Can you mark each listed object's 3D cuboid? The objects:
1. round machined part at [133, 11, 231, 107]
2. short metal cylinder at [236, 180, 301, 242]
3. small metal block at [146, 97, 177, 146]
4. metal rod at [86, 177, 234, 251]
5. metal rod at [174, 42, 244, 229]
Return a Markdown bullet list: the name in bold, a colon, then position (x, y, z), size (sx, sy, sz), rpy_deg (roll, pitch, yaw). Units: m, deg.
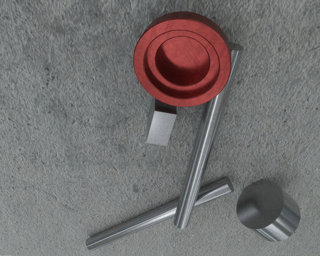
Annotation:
- **round machined part**: position (0.025, -0.074, 0.326), size (0.099, 0.042, 0.097), rpy_deg (6, 129, 8)
- **short metal cylinder**: position (0.168, 0.129, 0.484), size (0.080, 0.080, 0.050), rpy_deg (-36, 122, 26)
- **small metal block**: position (0.001, -0.015, 0.379), size (0.025, 0.050, 0.050), rpy_deg (9, 130, -8)
- **metal rod**: position (-0.012, 0.156, 0.539), size (0.300, 0.025, 0.025), rpy_deg (-29, 125, 22)
- **metal rod**: position (0.056, 0.032, 0.418), size (0.025, 0.025, 0.298), rpy_deg (6, 125, -6)
